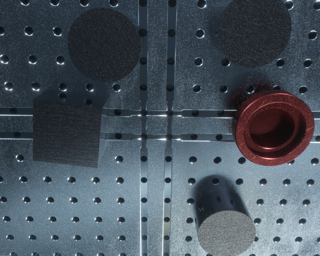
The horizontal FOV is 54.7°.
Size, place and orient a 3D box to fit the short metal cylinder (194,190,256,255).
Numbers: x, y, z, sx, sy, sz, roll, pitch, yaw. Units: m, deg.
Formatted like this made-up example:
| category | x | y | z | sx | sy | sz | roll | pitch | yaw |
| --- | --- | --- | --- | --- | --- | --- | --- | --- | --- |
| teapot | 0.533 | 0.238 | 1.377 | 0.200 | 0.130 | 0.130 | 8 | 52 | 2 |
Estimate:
| category | x | y | z | sx | sy | sz | roll | pitch | yaw |
| --- | --- | --- | --- | --- | --- | --- | --- | --- | --- |
| short metal cylinder | 0.093 | 0.139 | 0.452 | 0.081 | 0.050 | 0.079 | 0 | 110 | 0 |

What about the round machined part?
| category | x | y | z | sx | sy | sz | roll | pitch | yaw |
| --- | --- | --- | --- | --- | --- | --- | --- | --- | --- |
| round machined part | 0.143 | -0.003 | 0.405 | 0.099 | 0.042 | 0.097 | 0 | 110 | 0 |

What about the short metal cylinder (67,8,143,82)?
| category | x | y | z | sx | sy | sz | roll | pitch | yaw |
| --- | --- | --- | --- | --- | --- | --- | --- | --- | --- |
| short metal cylinder | -0.061 | -0.098 | 0.363 | 0.081 | 0.050 | 0.079 | 0 | 110 | 0 |

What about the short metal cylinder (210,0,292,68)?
| category | x | y | z | sx | sy | sz | roll | pitch | yaw |
| --- | --- | --- | --- | --- | --- | --- | --- | --- | --- |
| short metal cylinder | 0.102 | -0.114 | 0.359 | 0.081 | 0.050 | 0.079 | 0 | 110 | 0 |

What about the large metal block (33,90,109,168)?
| category | x | y | z | sx | sy | sz | roll | pitch | yaw |
| --- | --- | --- | --- | --- | --- | --- | --- | --- | --- |
| large metal block | -0.113 | 0.000 | 0.399 | 0.081 | 0.050 | 0.079 | 7 | 110 | -3 |
